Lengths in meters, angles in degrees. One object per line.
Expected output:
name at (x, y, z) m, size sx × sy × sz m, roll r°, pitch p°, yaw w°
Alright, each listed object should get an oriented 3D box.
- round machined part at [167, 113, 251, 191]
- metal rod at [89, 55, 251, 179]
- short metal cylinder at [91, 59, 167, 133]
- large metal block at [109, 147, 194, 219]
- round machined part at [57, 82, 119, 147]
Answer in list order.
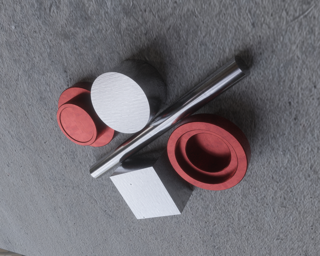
round machined part at (0.062, 0.025, 0.380) m, size 0.098 × 0.042 × 0.097 m, roll 13°, pitch 124°, yaw 21°
metal rod at (-0.009, 0.003, 0.416) m, size 0.025 × 0.025 × 0.299 m, roll 49°, pitch 128°, yaw -7°
short metal cylinder at (-0.038, -0.040, 0.387) m, size 0.080 × 0.050 × 0.079 m, roll 13°, pitch 124°, yaw 21°
large metal block at (-0.011, 0.081, 0.449) m, size 0.080 × 0.050 × 0.080 m, roll -18°, pitch 109°, yaw 35°
round machined part at (-0.107, -0.013, 0.445) m, size 0.098 × 0.042 × 0.097 m, roll 13°, pitch 124°, yaw 21°
